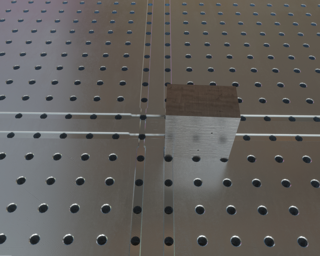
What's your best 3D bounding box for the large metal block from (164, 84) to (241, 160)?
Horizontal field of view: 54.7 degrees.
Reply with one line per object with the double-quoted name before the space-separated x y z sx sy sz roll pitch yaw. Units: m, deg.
"large metal block" 0.047 -0.006 0.378 0.081 0.080 0.050 2 50 1
